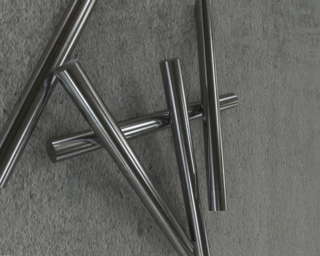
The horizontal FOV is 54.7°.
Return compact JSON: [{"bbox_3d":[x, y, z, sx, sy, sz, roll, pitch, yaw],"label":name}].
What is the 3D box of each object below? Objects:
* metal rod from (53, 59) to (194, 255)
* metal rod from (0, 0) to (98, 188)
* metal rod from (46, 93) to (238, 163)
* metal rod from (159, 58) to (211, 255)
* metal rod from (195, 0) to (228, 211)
[{"bbox_3d":[-0.025,0.057,0.359,0.025,0.025,0.299,-48,126,-29],"label":"metal rod"},{"bbox_3d":[-0.101,-0.085,0.319,0.025,0.025,0.299,32,70,-36],"label":"metal rod"},{"bbox_3d":[0.003,-0.011,0.406,0.302,0.025,0.025,-17,101,-39],"label":"metal rod"},{"bbox_3d":[0.038,0.059,0.413,0.025,0.025,0.298,-25,113,-37],"label":"metal rod"},{"bbox_3d":[0.070,-0.039,0.431,0.025,0.025,0.299,7,76,-40],"label":"metal rod"}]
